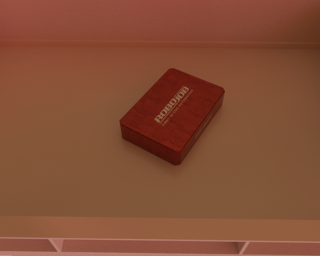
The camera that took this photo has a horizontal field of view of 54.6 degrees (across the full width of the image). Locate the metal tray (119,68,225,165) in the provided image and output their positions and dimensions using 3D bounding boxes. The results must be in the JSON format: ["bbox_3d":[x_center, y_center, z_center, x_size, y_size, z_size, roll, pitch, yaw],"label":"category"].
[{"bbox_3d":[0.019,-0.021,0.420,0.090,0.030,0.130,26,55,20],"label":"metal tray"}]
